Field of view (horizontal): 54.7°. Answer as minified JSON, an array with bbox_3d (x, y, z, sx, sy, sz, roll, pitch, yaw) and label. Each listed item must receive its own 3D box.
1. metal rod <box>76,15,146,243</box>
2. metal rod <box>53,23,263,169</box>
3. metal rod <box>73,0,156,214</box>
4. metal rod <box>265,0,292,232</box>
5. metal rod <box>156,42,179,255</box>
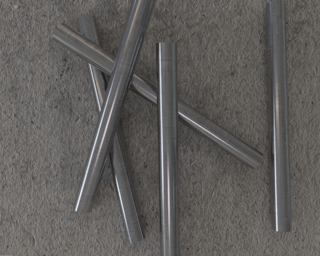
[{"bbox_3d":[-0.064,0.001,0.409,0.025,0.025,0.298,-13,90,0],"label":"metal rod"},{"bbox_3d":[0.003,-0.037,0.394,0.301,0.025,0.025,33,90,-6],"label":"metal rod"},{"bbox_3d":[-0.055,-0.030,0.372,0.025,0.025,0.298,19,105,0],"label":"metal rod"},{"bbox_3d":[0.157,-0.015,0.410,0.025,0.025,0.298,-2,90,0],"label":"metal rod"},{"bbox_3d":[0.011,0.049,0.384,0.025,0.025,0.298,-1,100,0],"label":"metal rod"}]
